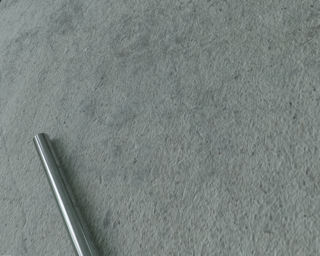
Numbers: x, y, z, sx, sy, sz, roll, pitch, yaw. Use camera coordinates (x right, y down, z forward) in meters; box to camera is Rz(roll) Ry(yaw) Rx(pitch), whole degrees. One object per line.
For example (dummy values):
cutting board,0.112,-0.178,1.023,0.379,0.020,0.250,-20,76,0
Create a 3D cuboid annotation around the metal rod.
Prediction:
metal rod,-0.114,0.108,0.395,0.025,0.025,0.300,-40,51,1
